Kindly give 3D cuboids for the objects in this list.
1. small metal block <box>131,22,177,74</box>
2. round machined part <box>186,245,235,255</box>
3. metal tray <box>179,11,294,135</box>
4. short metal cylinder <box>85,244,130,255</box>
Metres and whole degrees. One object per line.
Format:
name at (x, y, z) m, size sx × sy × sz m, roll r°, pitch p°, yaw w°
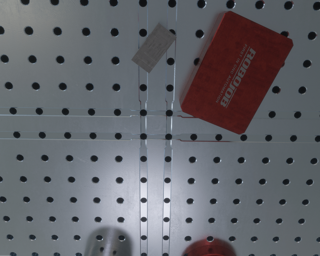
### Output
small metal block at (-0.007, -0.096, 0.365) m, size 0.025 × 0.050 × 0.050 m, roll 36°, pitch 106°, yaw -12°
round machined part at (0.083, 0.241, 0.494) m, size 0.099 × 0.042 × 0.097 m, roll 0°, pitch 110°, yaw 0°
metal tray at (0.091, -0.066, 0.387) m, size 0.090 × 0.030 × 0.129 m, roll 22°, pitch 109°, yaw -8°
short metal cylinder at (-0.086, 0.231, 0.484) m, size 0.081 × 0.050 × 0.079 m, roll 0°, pitch 110°, yaw 0°
